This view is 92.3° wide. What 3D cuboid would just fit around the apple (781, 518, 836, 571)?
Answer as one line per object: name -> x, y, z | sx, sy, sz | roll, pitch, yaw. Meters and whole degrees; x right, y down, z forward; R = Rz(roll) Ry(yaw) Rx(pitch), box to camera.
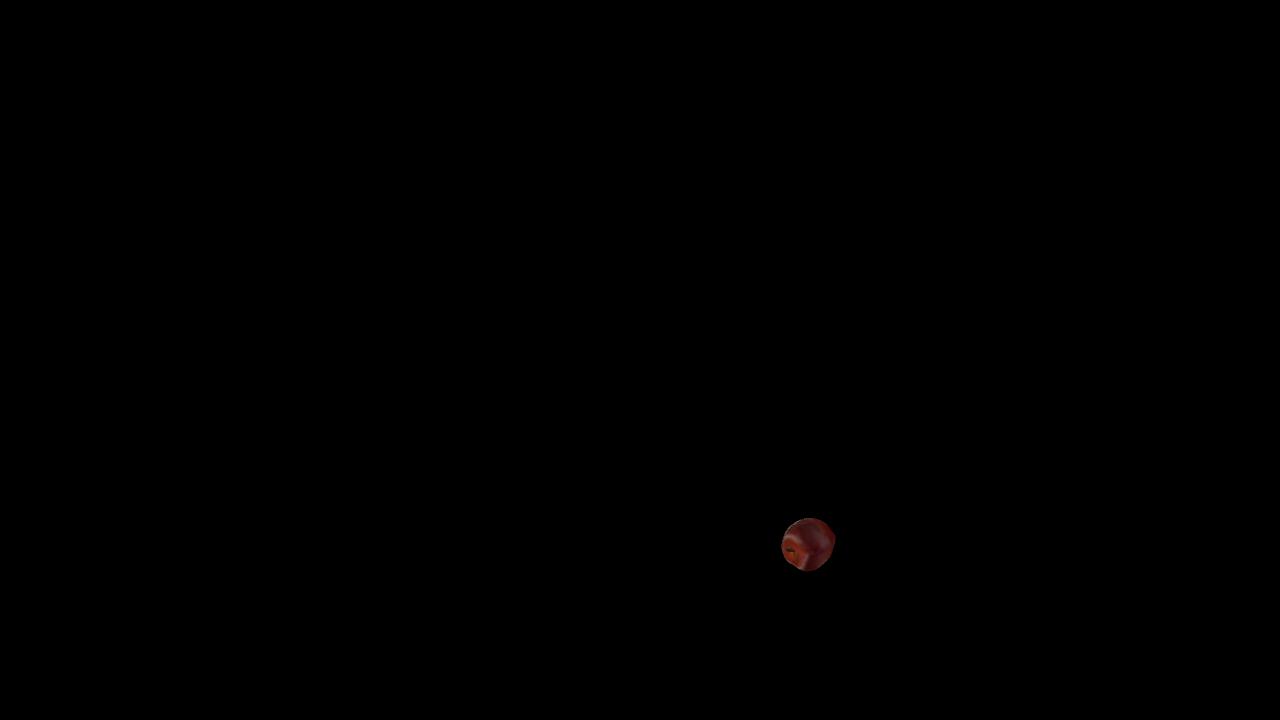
apple -> 0.271, 0.295, 0.991 | 0.093, 0.079, 0.079 | -11, 6, -32
